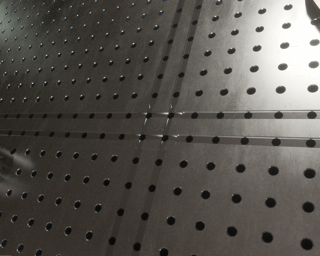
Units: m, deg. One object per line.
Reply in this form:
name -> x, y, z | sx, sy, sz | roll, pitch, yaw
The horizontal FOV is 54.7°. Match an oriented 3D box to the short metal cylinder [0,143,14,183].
short metal cylinder -> -0.292, 0.056, 0.508 | 0.080, 0.050, 0.080 | -13, 56, 21

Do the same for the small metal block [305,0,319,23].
small metal block -> 0.220, -0.166, 0.395 | 0.050, 0.025, 0.050 | -21, 54, 15
